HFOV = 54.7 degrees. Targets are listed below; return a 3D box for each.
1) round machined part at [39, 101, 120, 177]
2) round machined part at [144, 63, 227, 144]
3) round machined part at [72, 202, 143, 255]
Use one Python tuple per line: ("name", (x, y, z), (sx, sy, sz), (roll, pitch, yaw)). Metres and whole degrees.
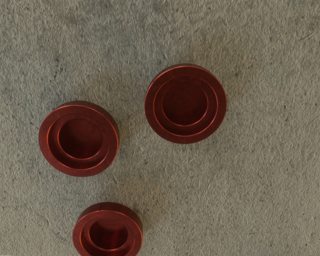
("round machined part", (-0.101, 0.011, 0.404), (0.099, 0.042, 0.097), (0, 110, 0))
("round machined part", (0.030, -0.033, 0.389), (0.099, 0.042, 0.097), (0, 110, 0))
("round machined part", (-0.074, 0.149, 0.455), (0.099, 0.042, 0.097), (0, 110, 0))
